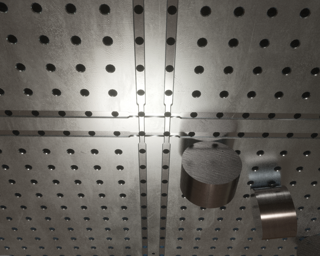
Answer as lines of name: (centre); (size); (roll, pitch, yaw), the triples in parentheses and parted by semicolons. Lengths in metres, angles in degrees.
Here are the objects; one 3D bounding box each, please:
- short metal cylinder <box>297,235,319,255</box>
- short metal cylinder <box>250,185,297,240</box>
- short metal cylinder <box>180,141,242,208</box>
short metal cylinder: (0.311, 0.258, 0.600); (0.080, 0.080, 0.050); (-16, 128, 13)
short metal cylinder: (0.178, 0.134, 0.493); (0.050, 0.080, 0.080); (-8, 130, 6)
short metal cylinder: (0.069, 0.063, 0.431); (0.081, 0.080, 0.050); (0, 130, -1)
